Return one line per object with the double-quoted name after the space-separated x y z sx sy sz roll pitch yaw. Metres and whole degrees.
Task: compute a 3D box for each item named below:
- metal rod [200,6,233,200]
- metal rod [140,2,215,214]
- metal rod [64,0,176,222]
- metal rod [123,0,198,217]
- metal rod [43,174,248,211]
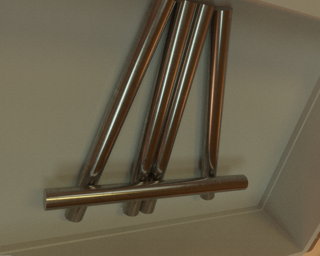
0.076 -0.013 0.440 0.025 0.025 0.298 -15 125 -20 "metal rod"
0.014 -0.008 0.410 0.025 0.025 0.298 1 118 -29 "metal rod"
-0.055 -0.010 0.371 0.025 0.025 0.298 13 112 -34 "metal rod"
-0.007 -0.008 0.398 0.025 0.025 0.298 1 118 -29 "metal rod"
0.001 0.085 0.426 0.303 0.025 0.025 1 118 -29 "metal rod"
